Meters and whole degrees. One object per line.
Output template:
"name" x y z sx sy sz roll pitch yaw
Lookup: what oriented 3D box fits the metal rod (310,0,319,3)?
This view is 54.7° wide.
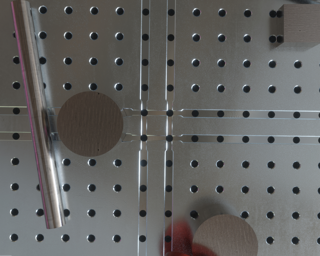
"metal rod" 0.155 -0.200 0.414 0.302 0.025 0.025 17 90 0

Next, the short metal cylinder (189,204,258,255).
"short metal cylinder" 0.079 0.145 0.401 0.081 0.050 0.080 0 90 0

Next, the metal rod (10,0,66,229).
"metal rod" -0.162 -0.017 0.411 0.025 0.025 0.298 -9 90 0

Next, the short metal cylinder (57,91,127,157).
"short metal cylinder" -0.085 -0.005 0.400 0.081 0.050 0.080 0 90 0

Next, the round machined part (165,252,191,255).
"round machined part" 0.040 0.196 0.375 0.098 0.097 0.042 35 55 0

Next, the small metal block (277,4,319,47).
"small metal block" 0.186 -0.136 0.414 0.050 0.025 0.050 0 90 0
